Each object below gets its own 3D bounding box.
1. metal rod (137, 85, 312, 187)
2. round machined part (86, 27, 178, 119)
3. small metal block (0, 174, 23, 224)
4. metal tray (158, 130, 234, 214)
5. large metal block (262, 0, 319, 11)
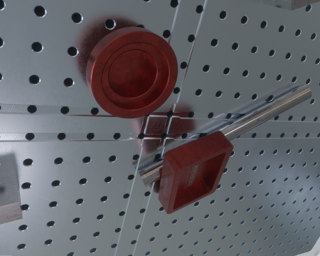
[{"bbox_3d":[0.105,0.007,0.473,0.302,0.025,0.025,-27,128,-12],"label":"metal rod"},{"bbox_3d":[-0.033,-0.063,0.344,0.099,0.042,0.097,-14,124,-21],"label":"round machined part"},{"bbox_3d":[-0.184,0.082,0.345,0.050,0.050,0.025,-10,123,-23],"label":"small metal block"},{"bbox_3d":[0.048,0.067,0.447,0.091,0.030,0.129,-20,145,-21],"label":"metal tray"},{"bbox_3d":[0.173,-0.195,0.369,0.081,0.050,0.080,-22,127,-15],"label":"large metal block"}]
